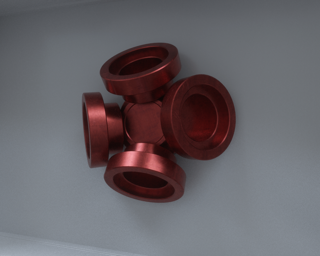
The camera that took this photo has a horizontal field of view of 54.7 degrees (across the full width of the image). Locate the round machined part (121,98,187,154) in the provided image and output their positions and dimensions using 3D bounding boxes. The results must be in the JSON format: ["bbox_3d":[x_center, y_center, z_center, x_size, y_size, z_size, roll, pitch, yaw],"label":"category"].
[{"bbox_3d":[-0.011,-0.006,0.402,0.098,0.042,0.097,0,90,19],"label":"round machined part"}]

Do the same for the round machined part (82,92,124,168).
[{"bbox_3d":[-0.075,0.002,0.405,0.042,0.098,0.097,-5,88,-18],"label":"round machined part"}]

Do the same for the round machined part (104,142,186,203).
[{"bbox_3d":[-0.016,0.054,0.384,0.098,0.098,0.042,-1,54,19],"label":"round machined part"}]

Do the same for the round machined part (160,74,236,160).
[{"bbox_3d":[0.040,-0.012,0.366,0.042,0.099,0.097,-4,89,55],"label":"round machined part"}]

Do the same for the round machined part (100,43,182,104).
[{"bbox_3d":[-0.021,-0.066,0.386,0.098,0.098,0.042,-4,127,19],"label":"round machined part"}]
